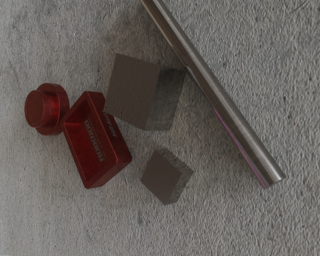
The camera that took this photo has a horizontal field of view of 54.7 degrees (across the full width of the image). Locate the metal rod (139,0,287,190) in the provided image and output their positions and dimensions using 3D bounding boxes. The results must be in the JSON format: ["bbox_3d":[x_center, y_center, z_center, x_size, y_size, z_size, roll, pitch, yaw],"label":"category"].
[{"bbox_3d":[0.047,-0.065,0.366,0.025,0.025,0.299,-44,64,31],"label":"metal rod"}]

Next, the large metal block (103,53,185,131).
[{"bbox_3d":[-0.022,-0.047,0.407,0.080,0.050,0.079,24,105,37],"label":"large metal block"}]

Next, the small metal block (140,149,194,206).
[{"bbox_3d":[0.008,0.062,0.399,0.050,0.025,0.050,39,114,33],"label":"small metal block"}]

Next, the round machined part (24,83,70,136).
[{"bbox_3d":[-0.213,-0.035,0.570,0.098,0.042,0.097,0,90,40],"label":"round machined part"}]

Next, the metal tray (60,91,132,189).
[{"bbox_3d":[-0.104,0.018,0.487,0.090,0.030,0.130,-41,65,32],"label":"metal tray"}]
